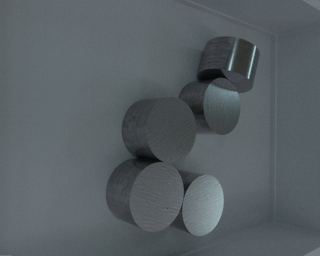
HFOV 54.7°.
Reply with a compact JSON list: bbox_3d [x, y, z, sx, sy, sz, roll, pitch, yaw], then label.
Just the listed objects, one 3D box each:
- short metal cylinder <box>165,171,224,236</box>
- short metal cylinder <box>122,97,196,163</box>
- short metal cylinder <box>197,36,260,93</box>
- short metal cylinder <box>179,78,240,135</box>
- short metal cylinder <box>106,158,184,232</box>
[{"bbox_3d":[0.042,0.101,0.426,0.081,0.050,0.080,0,90,-40],"label":"short metal cylinder"},{"bbox_3d":[-0.001,0.002,0.390,0.081,0.050,0.080,0,90,-40],"label":"short metal cylinder"},{"bbox_3d":[0.100,-0.090,0.454,0.080,0.080,0.050,25,74,-37],"label":"short metal cylinder"},{"bbox_3d":[0.072,-0.030,0.450,0.081,0.050,0.080,0,90,-40],"label":"short metal cylinder"},{"bbox_3d":[-0.017,0.079,0.376,0.081,0.050,0.080,0,90,-40],"label":"short metal cylinder"}]
